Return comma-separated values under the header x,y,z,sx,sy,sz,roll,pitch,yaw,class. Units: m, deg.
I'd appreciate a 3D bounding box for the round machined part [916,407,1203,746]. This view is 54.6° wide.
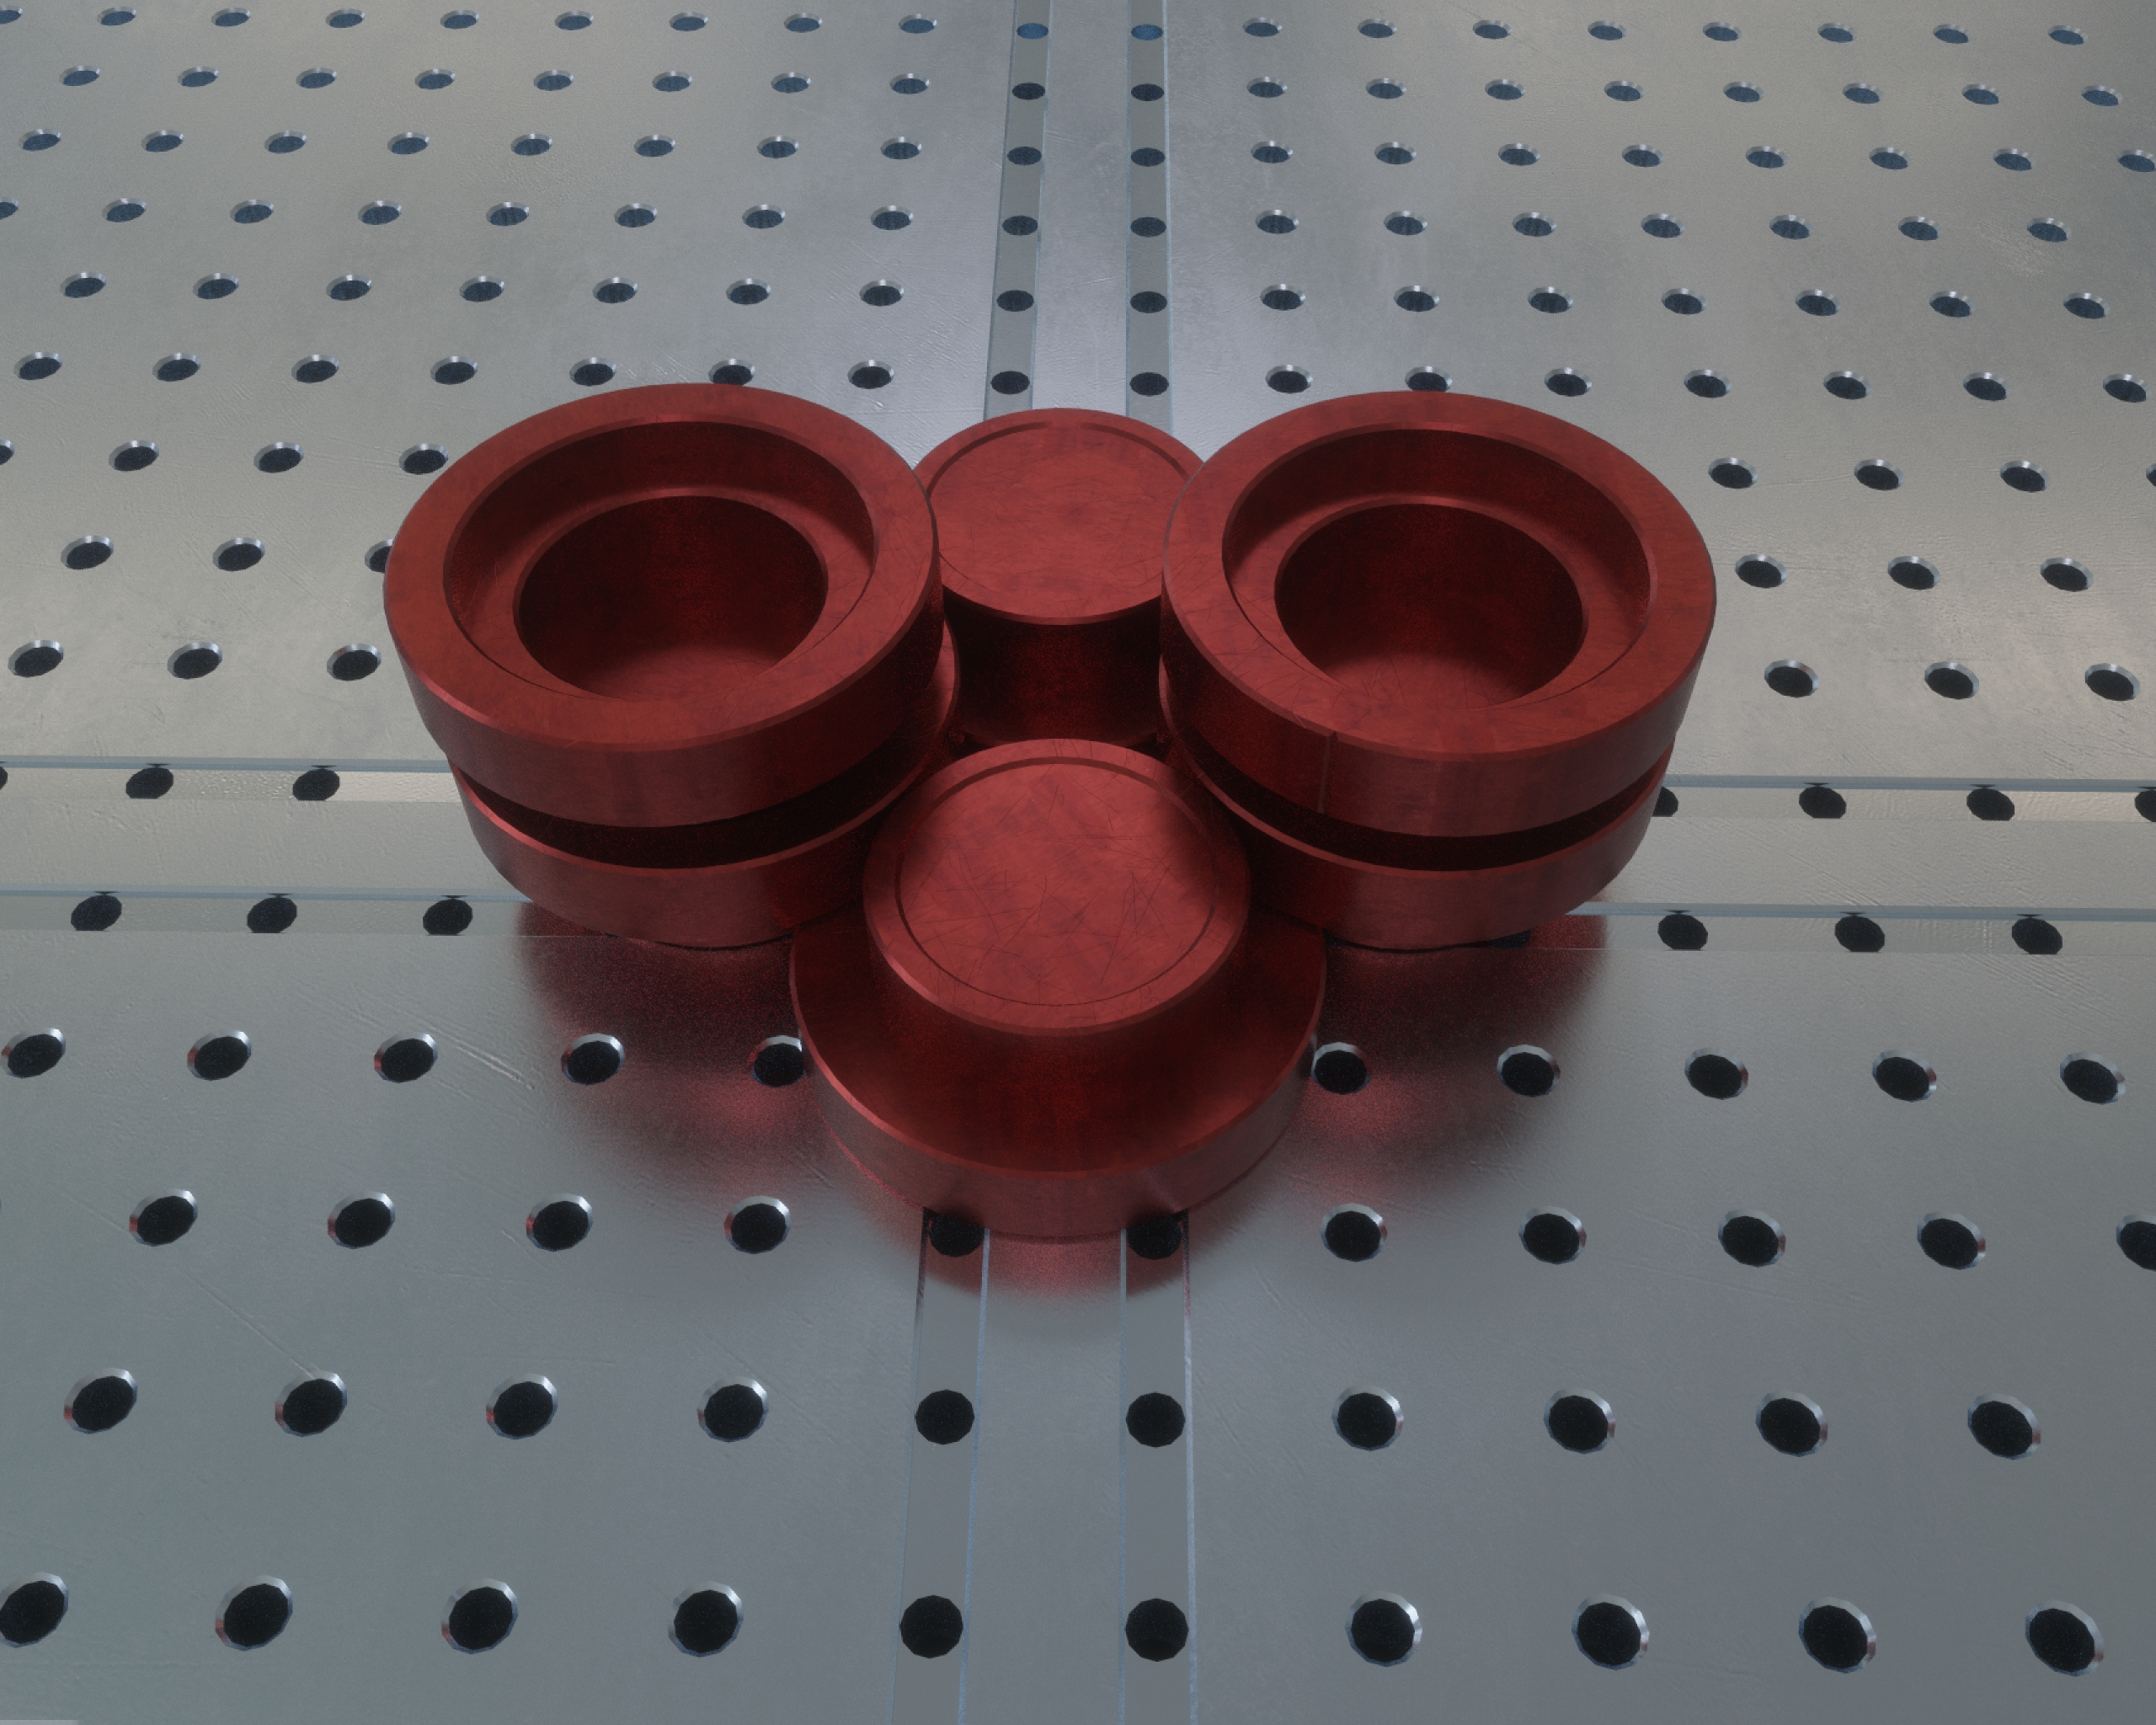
x,y,z,sx,sy,sz,roll,pitch,yaw,class
-0.003,-0.060,0.447,0.099,0.042,0.098,0,50,0,round machined part

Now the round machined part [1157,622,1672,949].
x,y,z,sx,sy,sz,roll,pitch,yaw,class
0.065,-0.022,0.414,0.099,0.042,0.098,0,50,0,round machined part

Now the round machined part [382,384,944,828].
x,y,z,sx,sy,sz,roll,pitch,yaw,class
-0.074,-0.043,0.390,0.099,0.042,0.098,0,50,0,round machined part

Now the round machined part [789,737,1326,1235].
x,y,z,sx,sy,sz,roll,pitch,yaw,class
-0.004,0.015,0.383,0.099,0.042,0.098,0,50,0,round machined part

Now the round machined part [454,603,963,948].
x,y,z,sx,sy,sz,roll,pitch,yaw,class
-0.072,-0.022,0.414,0.099,0.042,0.098,0,50,0,round machined part

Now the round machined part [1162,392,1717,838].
x,y,z,sx,sy,sz,roll,pitch,yaw,class
0.064,-0.041,0.389,0.099,0.042,0.098,0,50,0,round machined part
